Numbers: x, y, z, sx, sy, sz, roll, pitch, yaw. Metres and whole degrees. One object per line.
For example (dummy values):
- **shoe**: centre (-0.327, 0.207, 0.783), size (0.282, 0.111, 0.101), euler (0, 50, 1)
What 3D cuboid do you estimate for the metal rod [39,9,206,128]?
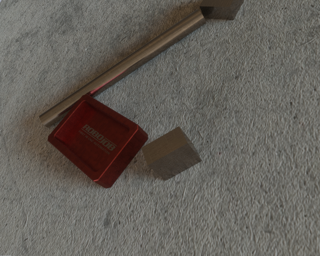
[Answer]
- **metal rod**: centre (-0.062, -0.091, 0.490), size (0.300, 0.025, 0.025), euler (-32, 52, 6)

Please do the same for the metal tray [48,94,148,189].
- **metal tray**: centre (-0.091, 0.014, 0.437), size (0.130, 0.030, 0.090), euler (30, 78, 37)

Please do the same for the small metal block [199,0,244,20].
- **small metal block**: centre (0.096, -0.194, 0.471), size (0.050, 0.025, 0.050), euler (17, 70, 34)

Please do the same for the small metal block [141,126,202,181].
- **small metal block**: centre (0.014, 0.031, 0.360), size (0.050, 0.050, 0.025), euler (-30, 52, 8)
